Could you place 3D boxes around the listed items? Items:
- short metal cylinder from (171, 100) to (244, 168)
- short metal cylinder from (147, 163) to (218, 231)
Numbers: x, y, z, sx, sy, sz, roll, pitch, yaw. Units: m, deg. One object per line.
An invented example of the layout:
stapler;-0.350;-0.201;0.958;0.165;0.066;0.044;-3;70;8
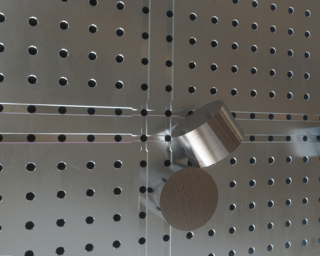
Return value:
short metal cylinder;0.062;0.007;0.406;0.080;0.080;0.050;-39;103;-16
short metal cylinder;0.029;0.089;0.410;0.081;0.050;0.079;0;90;-20
